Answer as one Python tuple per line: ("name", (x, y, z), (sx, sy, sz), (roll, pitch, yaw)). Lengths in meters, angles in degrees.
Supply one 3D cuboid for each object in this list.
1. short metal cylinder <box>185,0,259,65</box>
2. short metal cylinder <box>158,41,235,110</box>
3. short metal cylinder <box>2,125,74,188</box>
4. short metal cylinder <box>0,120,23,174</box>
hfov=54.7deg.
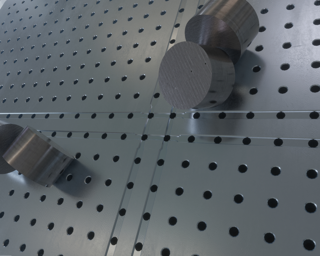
("short metal cylinder", (0.080, -0.124, 0.401), (0.080, 0.080, 0.050), (19, 59, 35))
("short metal cylinder", (0.045, -0.063, 0.384), (0.080, 0.050, 0.079), (5, 98, 42))
("short metal cylinder", (-0.170, 0.040, 0.438), (0.080, 0.080, 0.050), (29, 78, 37))
("short metal cylinder", (-0.255, 0.027, 0.490), (0.050, 0.080, 0.080), (14, 69, 34))
